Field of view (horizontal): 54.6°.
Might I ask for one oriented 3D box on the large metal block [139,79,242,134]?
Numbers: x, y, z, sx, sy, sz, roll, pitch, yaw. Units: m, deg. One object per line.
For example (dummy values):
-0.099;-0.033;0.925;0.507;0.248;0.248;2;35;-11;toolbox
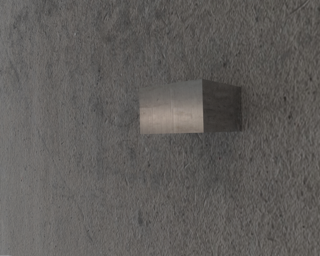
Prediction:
0.035;-0.020;0.341;0.080;0.081;0.050;-2;89;40;large metal block
